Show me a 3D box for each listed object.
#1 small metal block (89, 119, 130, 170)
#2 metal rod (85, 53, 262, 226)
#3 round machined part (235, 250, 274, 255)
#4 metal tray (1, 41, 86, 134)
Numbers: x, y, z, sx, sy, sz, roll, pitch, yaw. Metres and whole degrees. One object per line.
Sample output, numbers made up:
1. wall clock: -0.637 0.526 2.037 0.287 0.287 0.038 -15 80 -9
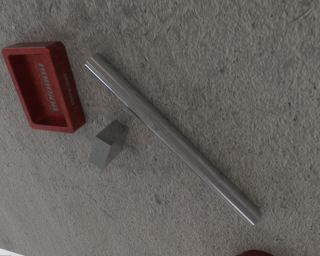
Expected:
1. small metal block: -0.073 0.023 0.443 0.025 0.050 0.050 30 128 9
2. metal rod: 0.020 0.017 0.406 0.300 0.025 0.025 44 129 -3
3. round machined part: 0.146 0.219 0.455 0.098 0.042 0.097 13 124 21
4. metal tray: -0.169 -0.058 0.456 0.090 0.030 0.129 5 121 25
